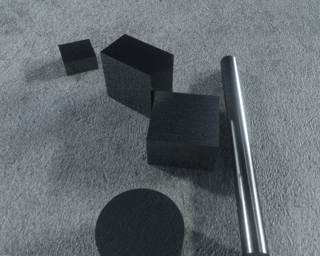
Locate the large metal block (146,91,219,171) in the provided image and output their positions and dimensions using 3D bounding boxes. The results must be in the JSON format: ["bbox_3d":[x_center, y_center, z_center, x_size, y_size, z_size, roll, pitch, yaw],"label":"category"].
[{"bbox_3d":[0.030,0.002,0.385,0.080,0.050,0.080,6,50,4],"label":"large metal block"}]

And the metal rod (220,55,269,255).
[{"bbox_3d":[0.101,0.009,0.395,0.025,0.025,0.300,2,50,2],"label":"metal rod"}]

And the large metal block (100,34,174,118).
[{"bbox_3d":[-0.030,-0.070,0.426,0.080,0.080,0.050,29,56,22],"label":"large metal block"}]

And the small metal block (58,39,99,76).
[{"bbox_3d":[-0.131,-0.114,0.499,0.050,0.025,0.050,-16,52,-14],"label":"small metal block"}]

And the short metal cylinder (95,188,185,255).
[{"bbox_3d":[-0.018,0.106,0.298,0.081,0.050,0.080,0,50,0],"label":"short metal cylinder"}]
